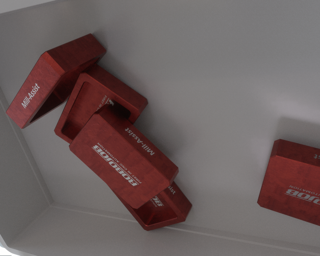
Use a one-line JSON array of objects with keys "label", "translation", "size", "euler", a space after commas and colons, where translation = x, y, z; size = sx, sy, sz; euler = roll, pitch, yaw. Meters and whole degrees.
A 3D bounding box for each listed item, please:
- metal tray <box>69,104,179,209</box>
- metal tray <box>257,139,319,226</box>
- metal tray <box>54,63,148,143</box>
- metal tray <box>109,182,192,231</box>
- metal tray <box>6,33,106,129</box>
[{"label": "metal tray", "translation": [-0.051, 0.041, 0.417], "size": [0.130, 0.030, 0.090], "euler": [43, 129, -3]}, {"label": "metal tray", "translation": [0.184, 0.070, 0.343], "size": [0.130, 0.030, 0.089], "euler": [15, 133, 19]}, {"label": "metal tray", "translation": [-0.086, -0.014, 0.434], "size": [0.090, 0.030, 0.129], "euler": [35, 129, -5]}, {"label": "metal tray", "translation": [-0.024, 0.094, 0.475], "size": [0.090, 0.030, 0.130], "euler": [-29, 103, 37]}, {"label": "metal tray", "translation": [-0.135, -0.059, 0.400], "size": [0.030, 0.090, 0.129], "euler": [48, 129, -6]}]
